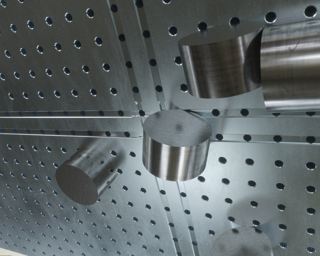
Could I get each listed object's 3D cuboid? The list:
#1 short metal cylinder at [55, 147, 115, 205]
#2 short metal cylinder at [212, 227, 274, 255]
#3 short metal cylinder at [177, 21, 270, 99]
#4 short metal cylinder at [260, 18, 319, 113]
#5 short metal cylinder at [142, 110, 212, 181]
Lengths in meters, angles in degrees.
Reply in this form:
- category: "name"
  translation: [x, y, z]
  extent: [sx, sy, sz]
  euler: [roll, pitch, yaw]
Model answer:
- category: "short metal cylinder"
  translation: [-0.121, 0.079, 0.505]
  extent: [0.080, 0.050, 0.079]
  euler: [13, 124, 20]
- category: "short metal cylinder"
  translation: [0.117, 0.184, 0.427]
  extent: [0.080, 0.080, 0.050]
  euler: [-7, 115, 31]
- category: "short metal cylinder"
  translation: [0.062, -0.068, 0.301]
  extent: [0.080, 0.080, 0.050]
  euler: [-1, 118, 28]
- category: "short metal cylinder"
  translation: [0.124, -0.054, 0.277]
  extent: [0.050, 0.080, 0.080]
  euler: [-1, 118, 28]
- category: "short metal cylinder"
  translation: [0.019, 0.019, 0.376]
  extent: [0.080, 0.080, 0.050]
  euler: [16, 125, 18]
